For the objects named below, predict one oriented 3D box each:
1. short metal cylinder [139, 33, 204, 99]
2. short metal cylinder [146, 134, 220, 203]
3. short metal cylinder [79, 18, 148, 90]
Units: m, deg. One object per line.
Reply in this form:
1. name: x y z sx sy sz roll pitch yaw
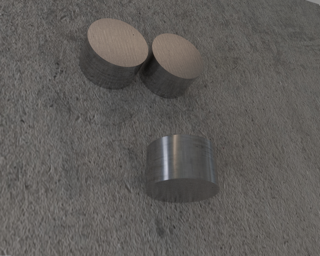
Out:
1. short metal cylinder: 0.016 -0.090 0.451 0.081 0.050 0.080 14 56 -21
2. short metal cylinder: 0.024 0.048 0.352 0.081 0.080 0.050 13 57 -21
3. short metal cylinder: -0.063 -0.098 0.414 0.081 0.050 0.080 14 56 -21
